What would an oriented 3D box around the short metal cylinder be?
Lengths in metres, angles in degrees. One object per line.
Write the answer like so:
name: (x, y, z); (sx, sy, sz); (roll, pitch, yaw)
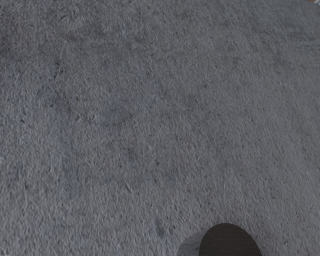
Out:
short metal cylinder: (0.063, 0.148, 0.331); (0.081, 0.050, 0.080); (14, 56, -21)
